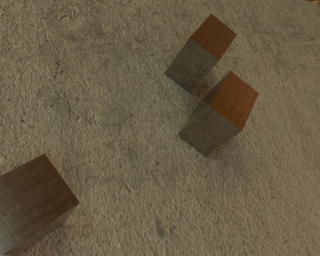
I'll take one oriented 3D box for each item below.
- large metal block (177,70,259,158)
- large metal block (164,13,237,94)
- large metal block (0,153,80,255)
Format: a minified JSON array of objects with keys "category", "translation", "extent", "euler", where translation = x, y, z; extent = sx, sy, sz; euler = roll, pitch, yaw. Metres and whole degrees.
[{"category":"large metal block","translation":[0.079,-0.018,0.422],"extent":[0.050,0.080,0.080],"euler":[38,51,-3]},{"category":"large metal block","translation":[0.061,-0.112,0.470],"extent":[0.050,0.080,0.080],"euler":[38,51,-3]},{"category":"large metal block","translation":[-0.123,0.075,0.256],"extent":[0.081,0.080,0.050],"euler":[-32,80,-38]}]
